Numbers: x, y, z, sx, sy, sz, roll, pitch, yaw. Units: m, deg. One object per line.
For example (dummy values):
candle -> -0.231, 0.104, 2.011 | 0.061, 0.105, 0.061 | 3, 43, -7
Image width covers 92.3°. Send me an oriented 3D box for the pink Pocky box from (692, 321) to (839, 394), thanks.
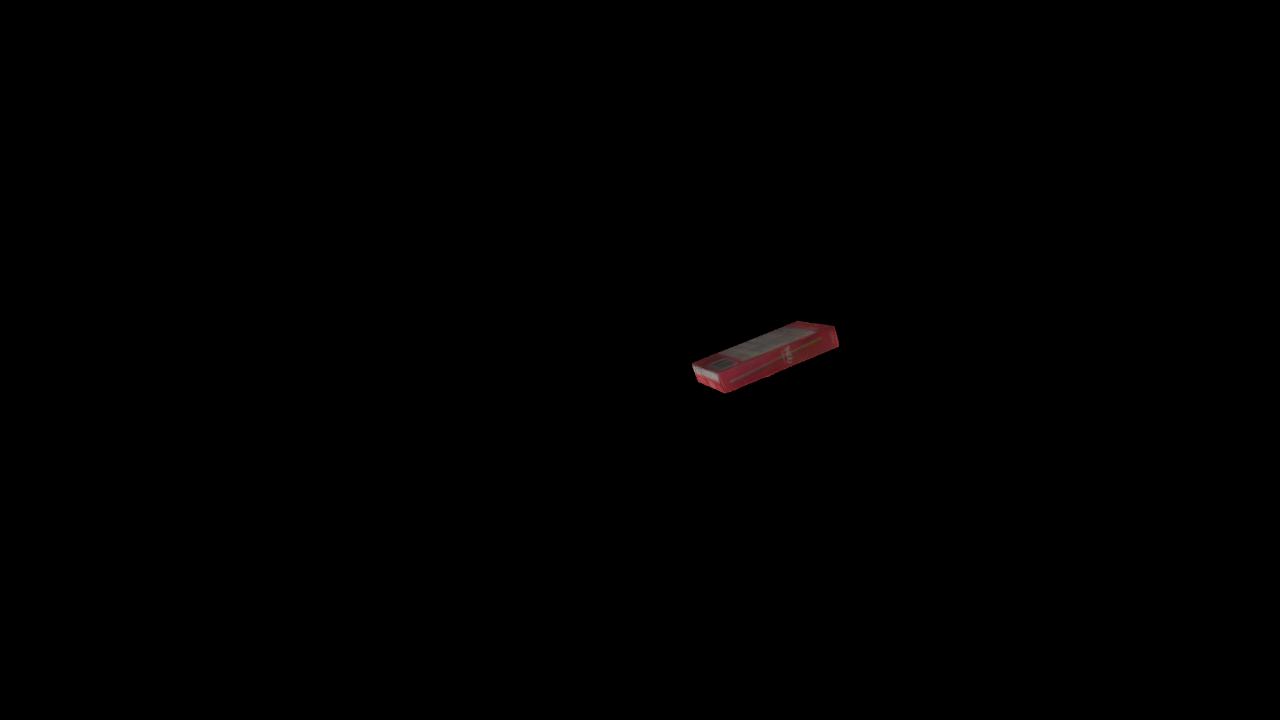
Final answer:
pink Pocky box -> 0.147, -0.006, 0.730 | 0.155, 0.029, 0.084 | -22, 13, -12
